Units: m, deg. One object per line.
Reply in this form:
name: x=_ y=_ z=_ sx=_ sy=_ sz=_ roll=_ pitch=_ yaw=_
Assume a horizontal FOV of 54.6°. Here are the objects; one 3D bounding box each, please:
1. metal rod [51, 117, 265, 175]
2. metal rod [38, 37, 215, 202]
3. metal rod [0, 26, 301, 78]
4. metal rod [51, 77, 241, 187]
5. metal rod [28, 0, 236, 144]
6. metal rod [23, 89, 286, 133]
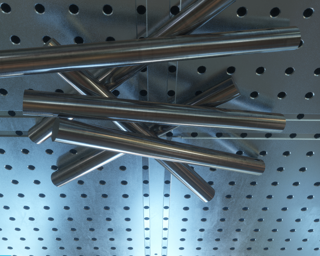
metal rod: x=0.022 y=0.030 z=0.384 sx=0.302 sy=0.025 sz=0.025 roll=13 pitch=131 yaw=-32
metal rod: x=-0.022 y=0.009 z=0.384 sx=0.025 sy=0.025 sz=0.300 roll=-31 pitch=124 yaw=23
metal rod: x=-0.005 y=-0.077 z=0.306 sx=0.302 sy=0.025 sz=0.025 roll=-8 pitch=131 yaw=-10
metal rod: x=-0.034 y=0.015 z=0.423 sx=0.300 sy=0.025 sz=0.025 roll=-27 pitch=125 yaw=21
metal rod: x=-0.050 y=-0.061 z=0.358 sx=0.299 sy=0.025 sz=0.025 roll=-32 pitch=124 yaw=24
metal rod: x=0.011 y=-0.016 z=0.350 sx=0.302 sy=0.025 sz=0.025 roll=4 pitch=131 yaw=-19
